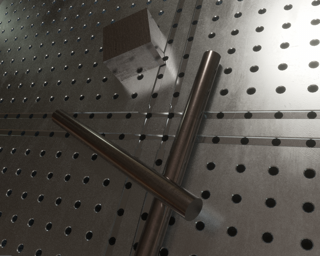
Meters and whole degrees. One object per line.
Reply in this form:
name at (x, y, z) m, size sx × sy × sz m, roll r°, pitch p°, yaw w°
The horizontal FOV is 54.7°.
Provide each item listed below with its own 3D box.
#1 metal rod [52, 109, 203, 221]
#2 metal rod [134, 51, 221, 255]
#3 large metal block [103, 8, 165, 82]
metal rod at (-0.066, 0.030, 0.402) m, size 0.300 × 0.025 × 0.025 m, roll 26°, pitch 76°, yaw 43°
metal rod at (0.024, 0.032, 0.375) m, size 0.025 × 0.025 × 0.300 m, roll 7°, pitch 65°, yaw 31°
large metal block at (-0.043, -0.132, 0.494) m, size 0.080 × 0.050 × 0.080 m, roll -19°, pitch 55°, yaw 17°
